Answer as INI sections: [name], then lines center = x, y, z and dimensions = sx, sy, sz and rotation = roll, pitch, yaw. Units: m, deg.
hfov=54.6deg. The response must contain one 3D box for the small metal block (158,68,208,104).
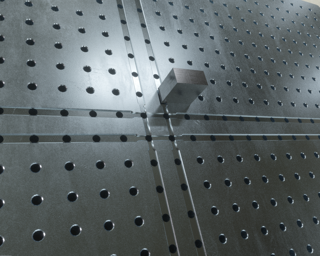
[small metal block]
center = 0.032, -0.059, 0.445
dimensions = 0.050, 0.050, 0.025
rotation = 0, 62, -28
